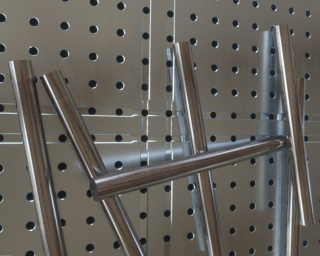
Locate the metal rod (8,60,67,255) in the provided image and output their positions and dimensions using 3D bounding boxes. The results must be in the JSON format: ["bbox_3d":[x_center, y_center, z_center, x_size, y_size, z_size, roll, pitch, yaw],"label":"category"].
[{"bbox_3d":[-0.136,0.072,0.362,0.025,0.025,0.298,-10,94,-20],"label":"metal rod"}]

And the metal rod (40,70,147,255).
[{"bbox_3d":[-0.071,0.073,0.386,0.025,0.025,0.299,-26,99,-18],"label":"metal rod"}]

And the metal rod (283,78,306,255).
[{"bbox_3d":[0.212,0.072,0.490,0.025,0.025,0.298,2,89,-20],"label":"metal rod"}]

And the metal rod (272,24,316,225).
[{"bbox_3d":[0.201,-0.008,0.468,0.025,0.025,0.299,-4,85,-20],"label":"metal rod"}]

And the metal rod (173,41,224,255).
[{"bbox_3d":[0.054,0.032,0.432,0.025,0.025,0.298,-11,94,-20],"label":"metal rod"}]

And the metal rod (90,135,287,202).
[{"bbox_3d":[0.058,0.044,0.403,0.302,0.025,0.025,-9,93,-31],"label":"metal rod"}]
